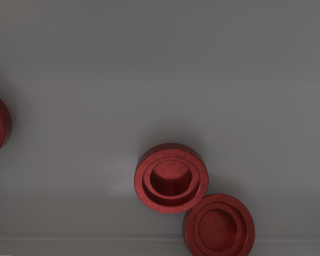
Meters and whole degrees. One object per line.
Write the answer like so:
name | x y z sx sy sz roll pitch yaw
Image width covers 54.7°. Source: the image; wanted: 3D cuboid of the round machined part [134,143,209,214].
round machined part | 0.015 0.065 0.426 0.099 0.042 0.097 0 110 0

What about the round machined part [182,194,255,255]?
round machined part | 0.080 0.144 0.439 0.099 0.042 0.098 2 75 -8

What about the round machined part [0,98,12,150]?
round machined part | -0.239 -0.010 0.396 0.099 0.042 0.097 0 110 0
